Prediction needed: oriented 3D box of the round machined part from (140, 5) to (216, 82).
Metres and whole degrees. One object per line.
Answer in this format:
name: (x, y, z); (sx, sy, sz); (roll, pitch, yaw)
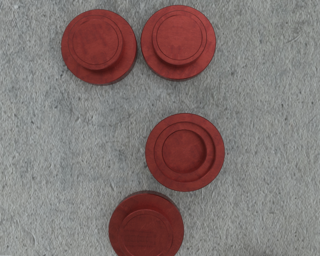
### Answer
round machined part: (0.024, -0.112, 0.401); (0.099, 0.042, 0.097); (0, 90, 0)

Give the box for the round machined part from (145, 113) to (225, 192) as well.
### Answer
round machined part: (0.031, 0.030, 0.402); (0.099, 0.042, 0.097); (0, 90, 0)

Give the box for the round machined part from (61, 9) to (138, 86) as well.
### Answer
round machined part: (-0.079, -0.106, 0.401); (0.099, 0.042, 0.097); (0, 90, 0)

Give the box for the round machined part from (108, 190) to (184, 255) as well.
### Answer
round machined part: (-0.018, 0.134, 0.401); (0.099, 0.042, 0.097); (0, 90, 0)
